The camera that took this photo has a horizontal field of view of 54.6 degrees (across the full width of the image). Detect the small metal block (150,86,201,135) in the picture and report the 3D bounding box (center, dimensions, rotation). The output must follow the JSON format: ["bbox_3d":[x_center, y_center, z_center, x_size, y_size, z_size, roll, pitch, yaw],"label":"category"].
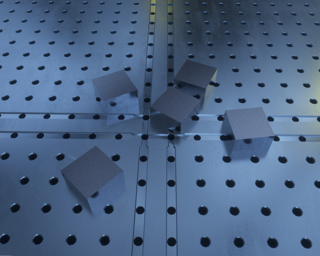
[{"bbox_3d":[0.021,-0.025,0.429,0.050,0.025,0.050,28,56,22],"label":"small metal block"}]

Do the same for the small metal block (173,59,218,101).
[{"bbox_3d":[0.054,-0.073,0.470,0.050,0.025,0.050,20,53,16],"label":"small metal block"}]

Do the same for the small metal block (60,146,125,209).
[{"bbox_3d":[-0.077,0.056,0.360,0.050,0.025,0.050,37,59,27],"label":"small metal block"}]

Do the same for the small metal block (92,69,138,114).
[{"bbox_3d":[-0.066,-0.054,0.453,0.050,0.025,0.050,-22,53,-17],"label":"small metal block"}]

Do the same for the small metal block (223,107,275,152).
[{"bbox_3d":[0.115,0.001,0.408,0.050,0.025,0.050,-5,50,-5],"label":"small metal block"}]
